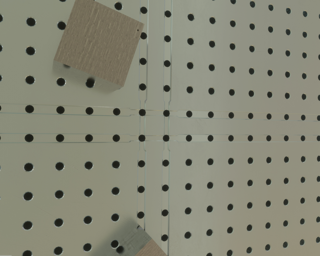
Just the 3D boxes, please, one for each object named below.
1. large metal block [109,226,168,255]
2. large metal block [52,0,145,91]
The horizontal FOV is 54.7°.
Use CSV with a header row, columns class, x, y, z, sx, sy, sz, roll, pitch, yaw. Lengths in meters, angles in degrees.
class,x,y,z,sx,sy,sz,roll,pitch,yaw
large metal block,-0.023,0.188,0.392,0.080,0.050,0.080,-41,104,-16
large metal block,-0.075,-0.098,0.372,0.081,0.050,0.080,20,83,-19
